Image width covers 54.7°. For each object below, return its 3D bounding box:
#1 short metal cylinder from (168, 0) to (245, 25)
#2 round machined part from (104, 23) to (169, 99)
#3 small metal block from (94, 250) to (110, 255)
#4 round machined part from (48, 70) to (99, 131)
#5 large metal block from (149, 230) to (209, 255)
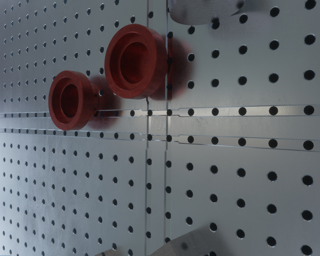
[{"bbox_3d":[0.047,-0.153,0.335,0.080,0.081,0.050,-12,82,39],"label":"short metal cylinder"},{"bbox_3d":[-0.028,-0.087,0.421,0.098,0.042,0.097,0,90,40],"label":"round machined part"},{"bbox_3d":[-0.094,0.230,0.488,0.050,0.025,0.050,-46,63,30],"label":"small metal block"},{"bbox_3d":[-0.140,-0.044,0.514,0.098,0.042,0.097,0,90,40],"label":"round machined part"},{"bbox_3d":[0.022,0.185,0.375,0.080,0.050,0.080,-46,63,30],"label":"large metal block"}]
